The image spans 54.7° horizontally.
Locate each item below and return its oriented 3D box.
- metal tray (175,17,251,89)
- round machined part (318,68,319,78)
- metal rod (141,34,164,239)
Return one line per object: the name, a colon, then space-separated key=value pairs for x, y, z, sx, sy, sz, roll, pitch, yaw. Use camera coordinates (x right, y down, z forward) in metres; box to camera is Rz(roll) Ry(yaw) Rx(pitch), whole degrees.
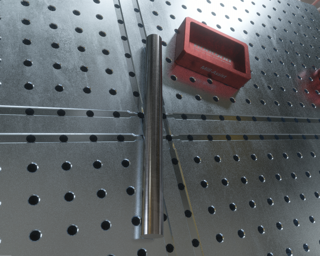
metal tray: x=0.093 y=-0.129 z=0.536 sx=0.131 sy=0.030 sz=0.090 roll=18 pitch=54 yaw=-18
round machined part: x=0.393 y=-0.119 z=0.686 sx=0.099 sy=0.042 sz=0.098 roll=14 pitch=56 yaw=-21
metal rod: x=-0.009 y=-0.011 z=0.411 sx=0.025 sy=0.025 sz=0.299 roll=13 pitch=56 yaw=-21
